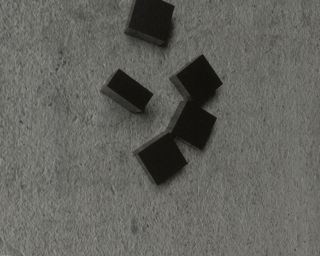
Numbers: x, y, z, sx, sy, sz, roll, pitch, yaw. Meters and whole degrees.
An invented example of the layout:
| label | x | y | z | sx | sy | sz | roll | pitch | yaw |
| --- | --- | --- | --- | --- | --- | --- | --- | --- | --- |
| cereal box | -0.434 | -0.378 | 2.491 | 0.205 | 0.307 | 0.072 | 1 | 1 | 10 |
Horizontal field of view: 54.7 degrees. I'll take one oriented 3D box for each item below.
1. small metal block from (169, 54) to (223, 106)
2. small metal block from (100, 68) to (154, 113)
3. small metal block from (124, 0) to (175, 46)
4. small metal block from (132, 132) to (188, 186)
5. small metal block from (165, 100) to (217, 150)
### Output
| label | x | y | z | sx | sy | sz | roll | pitch | yaw |
| --- | --- | --- | --- | --- | --- | --- | --- | --- | --- |
| small metal block | 0.050 | -0.065 | 0.427 | 0.050 | 0.025 | 0.050 | -40 | 103 | -16 |
| small metal block | -0.042 | -0.044 | 0.380 | 0.050 | 0.050 | 0.025 | 35 | 79 | -17 |
| small metal block | -0.014 | -0.141 | 0.403 | 0.050 | 0.025 | 0.050 | 16 | 85 | -20 |
| small metal block | 0.000 | 0.039 | 0.409 | 0.050 | 0.025 | 0.050 | -34 | 101 | -17 |
| small metal block | 0.042 | -0.004 | 0.424 | 0.050 | 0.025 | 0.050 | 30 | 80 | -18 |
